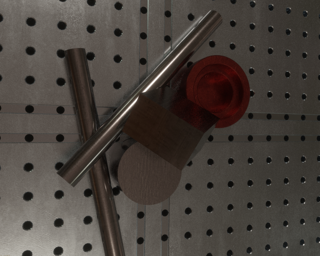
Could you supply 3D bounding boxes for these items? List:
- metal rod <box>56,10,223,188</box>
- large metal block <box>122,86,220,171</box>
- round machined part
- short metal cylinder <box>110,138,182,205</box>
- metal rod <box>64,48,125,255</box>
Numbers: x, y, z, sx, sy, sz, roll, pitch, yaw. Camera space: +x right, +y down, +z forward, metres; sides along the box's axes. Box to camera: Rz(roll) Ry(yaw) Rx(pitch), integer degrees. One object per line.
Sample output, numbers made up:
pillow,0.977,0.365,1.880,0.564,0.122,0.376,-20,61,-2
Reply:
metal rod,-0.013,-0.050,0.392,0.025,0.025,0.301,46,69,-15
large metal block,0.016,-0.004,0.367,0.080,0.080,0.050,33,113,12
round machined part,0.072,-0.049,0.431,0.099,0.042,0.097,0,90,-20
short metal cylinder,-0.019,0.052,0.393,0.081,0.050,0.079,0,90,-20
metal rod,-0.077,0.053,0.385,0.025,0.025,0.298,-12,94,-20
